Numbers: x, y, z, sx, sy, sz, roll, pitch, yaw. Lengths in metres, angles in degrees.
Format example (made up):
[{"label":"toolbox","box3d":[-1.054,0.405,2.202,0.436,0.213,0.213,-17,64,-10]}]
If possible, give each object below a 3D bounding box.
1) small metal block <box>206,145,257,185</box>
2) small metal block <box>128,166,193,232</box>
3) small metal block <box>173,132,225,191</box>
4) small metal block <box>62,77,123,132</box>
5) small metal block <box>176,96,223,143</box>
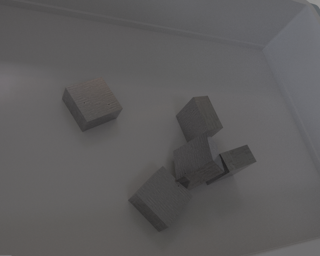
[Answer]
[{"label":"small metal block","box3d":[0.088,0.049,0.407,0.050,0.050,0.025,-13,69,-34]},{"label":"small metal block","box3d":[0.001,0.081,0.357,0.050,0.025,0.050,45,51,3]},{"label":"small metal block","box3d":[0.046,0.040,0.377,0.025,0.050,0.050,44,24,-31]},{"label":"small metal block","box3d":[-0.083,-0.030,0.379,0.050,0.025,0.050,-25,76,-37]},{"label":"small metal block","box3d":[0.052,-0.009,0.423,0.025,0.050,0.050,-9,66,-32]}]
